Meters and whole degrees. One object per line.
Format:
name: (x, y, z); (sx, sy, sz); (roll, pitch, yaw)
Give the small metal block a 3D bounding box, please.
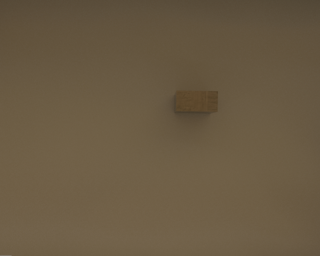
small metal block: (0.045, -0.033, 0.399); (0.050, 0.050, 0.025); (1, 90, 0)
